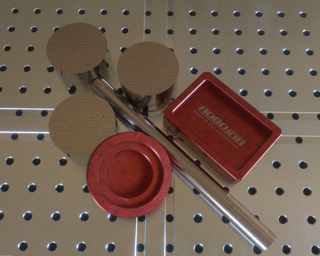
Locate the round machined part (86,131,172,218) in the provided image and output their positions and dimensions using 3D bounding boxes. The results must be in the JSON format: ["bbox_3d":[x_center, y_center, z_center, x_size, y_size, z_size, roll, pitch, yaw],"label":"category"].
[{"bbox_3d":[-0.039,0.054,0.371,0.099,0.042,0.097,1,85,-18],"label":"round machined part"}]

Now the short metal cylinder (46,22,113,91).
[{"bbox_3d":[-0.110,-0.099,0.434,0.081,0.050,0.080,0,70,0],"label":"short metal cylinder"}]

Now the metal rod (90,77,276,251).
[{"bbox_3d":[0.020,0.037,0.399,0.300,0.025,0.025,42,75,14],"label":"metal rod"}]

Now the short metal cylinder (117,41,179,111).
[{"bbox_3d":[-0.015,-0.070,0.423,0.081,0.050,0.080,0,70,0],"label":"short metal cylinder"}]

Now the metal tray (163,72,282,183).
[{"bbox_3d":[0.079,-0.003,0.409,0.130,0.030,0.090,42,76,13],"label":"metal tray"}]

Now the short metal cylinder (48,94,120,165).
[{"bbox_3d":[-0.094,0.003,0.396,0.081,0.050,0.080,0,70,0],"label":"short metal cylinder"}]
